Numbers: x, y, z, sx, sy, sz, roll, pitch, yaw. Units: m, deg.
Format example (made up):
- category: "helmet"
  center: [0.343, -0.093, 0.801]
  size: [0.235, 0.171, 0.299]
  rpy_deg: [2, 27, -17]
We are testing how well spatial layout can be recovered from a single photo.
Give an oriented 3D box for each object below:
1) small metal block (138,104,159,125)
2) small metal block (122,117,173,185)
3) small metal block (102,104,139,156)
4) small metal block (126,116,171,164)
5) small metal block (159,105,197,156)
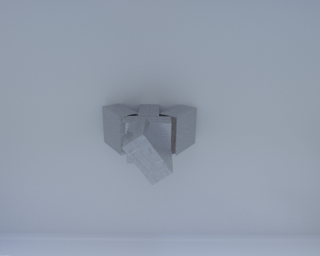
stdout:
- category: "small metal block"
  center: [-0.014, 0.001, 0.396]
  size: [0.025, 0.050, 0.050]
  rpy_deg: [1, 110, 0]
- category: "small metal block"
  center: [-0.012, 0.023, 0.324]
  size: [0.025, 0.050, 0.050]
  rpy_deg: [-33, 107, 12]
- category: "small metal block"
  center: [-0.050, 0.001, 0.393]
  size: [0.025, 0.050, 0.050]
  rpy_deg: [-12, 114, -32]
- category: "small metal block"
  center: [-0.013, 0.014, 0.360]
  size: [0.050, 0.025, 0.050]
  rpy_deg: [1, 110, -1]
- category: "small metal block"
  center: [0.023, 0.002, 0.394]
  size: [0.025, 0.050, 0.050]
  rpy_deg: [14, 114, 32]
